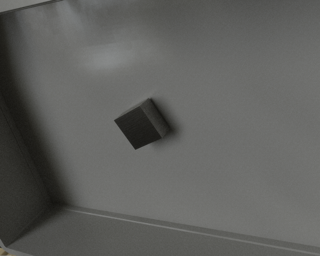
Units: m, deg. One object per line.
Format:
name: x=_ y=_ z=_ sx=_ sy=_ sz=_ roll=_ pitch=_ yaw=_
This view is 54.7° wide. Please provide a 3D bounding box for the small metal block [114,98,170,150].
small metal block: x=-0.024 y=-0.005 z=0.413 sx=0.050 sy=0.025 sz=0.050 roll=-26 pitch=105 yaw=36
